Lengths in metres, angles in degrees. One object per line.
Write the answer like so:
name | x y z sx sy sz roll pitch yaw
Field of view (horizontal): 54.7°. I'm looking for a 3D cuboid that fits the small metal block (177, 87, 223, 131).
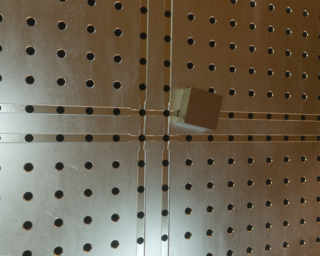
small metal block | 0.056 -0.026 0.435 0.050 0.025 0.050 13 86 -20
